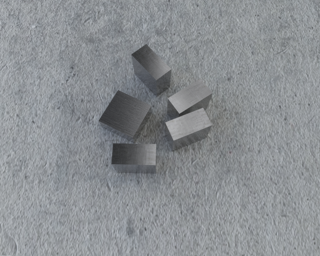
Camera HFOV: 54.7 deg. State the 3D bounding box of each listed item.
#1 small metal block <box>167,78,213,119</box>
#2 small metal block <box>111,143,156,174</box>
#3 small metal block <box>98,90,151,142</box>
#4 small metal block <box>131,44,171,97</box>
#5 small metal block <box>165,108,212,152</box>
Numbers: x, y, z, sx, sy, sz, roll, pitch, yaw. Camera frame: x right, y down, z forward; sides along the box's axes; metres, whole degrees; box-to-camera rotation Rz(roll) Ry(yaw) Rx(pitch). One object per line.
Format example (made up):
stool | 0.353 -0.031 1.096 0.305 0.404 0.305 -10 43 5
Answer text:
small metal block | 0.037 -0.032 0.407 0.050 0.050 0.025 -32 73 -11
small metal block | -0.030 0.038 0.380 0.050 0.050 0.025 1 70 0
small metal block | -0.045 -0.015 0.413 0.050 0.025 0.050 26 72 9
small metal block | -0.011 -0.077 0.423 0.025 0.050 0.050 -39 75 -13
small metal block | 0.034 0.003 0.394 0.050 0.050 0.025 -22 72 -8
